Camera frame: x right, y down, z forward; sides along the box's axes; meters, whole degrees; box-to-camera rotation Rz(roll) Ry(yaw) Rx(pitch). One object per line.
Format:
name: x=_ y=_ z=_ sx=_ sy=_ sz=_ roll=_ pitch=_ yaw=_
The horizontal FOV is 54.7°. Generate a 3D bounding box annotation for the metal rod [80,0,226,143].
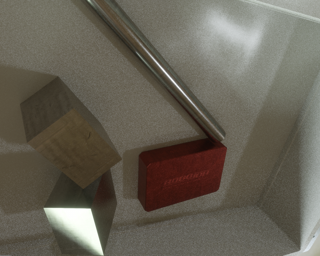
metal rod: x=0.002 y=-0.067 z=0.369 sx=0.025 sy=0.025 sz=0.300 roll=-45 pitch=130 yaw=3

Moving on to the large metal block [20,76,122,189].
large metal block: x=-0.094 y=0.004 z=0.325 sx=0.050 sy=0.080 sz=0.080 roll=-38 pitch=130 yaw=-3

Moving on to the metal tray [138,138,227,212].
metal tray: x=0.033 y=0.069 z=0.468 sx=0.131 sy=0.030 sz=0.089 roll=-11 pitch=123 yaw=-23

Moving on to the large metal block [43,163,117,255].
large metal block: x=-0.090 y=0.093 z=0.374 sx=0.050 sy=0.080 sz=0.079 roll=-1 pitch=124 yaw=6
